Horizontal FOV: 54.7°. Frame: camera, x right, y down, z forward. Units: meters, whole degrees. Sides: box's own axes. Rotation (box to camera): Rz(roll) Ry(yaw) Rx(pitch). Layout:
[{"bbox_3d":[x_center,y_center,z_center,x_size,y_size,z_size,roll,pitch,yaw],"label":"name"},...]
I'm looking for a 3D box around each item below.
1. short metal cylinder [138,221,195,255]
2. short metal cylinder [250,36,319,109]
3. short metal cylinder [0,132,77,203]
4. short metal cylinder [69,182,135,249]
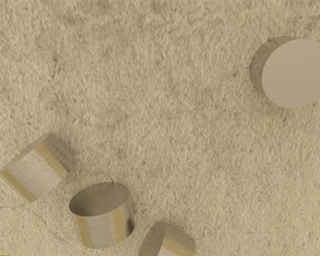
[{"bbox_3d":[0.007,0.183,0.448,0.050,0.080,0.080,31,107,-11],"label":"short metal cylinder"},{"bbox_3d":[0.155,-0.068,0.374,0.081,0.050,0.079,0,110,-1],"label":"short metal cylinder"},{"bbox_3d":[-0.155,0.049,0.396,0.080,0.080,0.050,-33,107,11],"label":"short metal cylinder"},{"bbox_3d":[-0.077,0.116,0.422,0.080,0.080,0.050,-7,110,2],"label":"short metal cylinder"}]
